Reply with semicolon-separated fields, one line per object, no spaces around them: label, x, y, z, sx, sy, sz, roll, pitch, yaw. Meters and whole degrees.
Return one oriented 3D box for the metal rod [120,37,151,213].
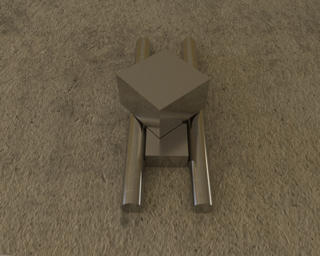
metal rod;-0.029;-0.028;0.429;0.025;0.025;0.300;1;50;0

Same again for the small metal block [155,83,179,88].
small metal block;0.009;-0.068;0.460;0.050;0.025;0.050;1;50;0

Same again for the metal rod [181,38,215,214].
metal rod;0.047;-0.028;0.429;0.025;0.025;0.300;1;50;0

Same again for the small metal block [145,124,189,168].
small metal block;0.008;0.021;0.386;0.050;0.025;0.050;1;50;0

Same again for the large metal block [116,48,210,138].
large metal block;0.004;-0.047;0.393;0.080;0.050;0.080;-34;58;-25
